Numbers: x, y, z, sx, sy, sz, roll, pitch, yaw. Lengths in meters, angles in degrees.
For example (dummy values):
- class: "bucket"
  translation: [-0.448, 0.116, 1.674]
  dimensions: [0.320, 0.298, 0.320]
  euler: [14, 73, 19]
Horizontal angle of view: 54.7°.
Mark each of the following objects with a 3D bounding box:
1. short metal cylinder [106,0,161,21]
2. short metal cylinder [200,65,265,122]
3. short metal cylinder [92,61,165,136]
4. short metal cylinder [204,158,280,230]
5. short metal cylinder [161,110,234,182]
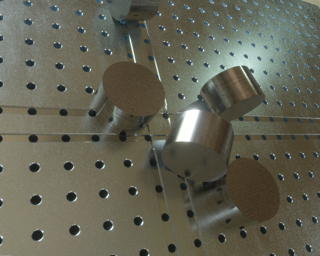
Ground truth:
- class: "short metal cylinder"
  translation: [-0.042, -0.207, 0.476]
  dimensions: [0.050, 0.080, 0.080]
  euler: [-14, 69, -34]
- class: "short metal cylinder"
  translation: [0.107, -0.048, 0.459]
  dimensions: [0.081, 0.080, 0.050]
  euler: [-12, 68, -33]
- class: "short metal cylinder"
  translation: [-0.040, -0.037, 0.393]
  dimensions: [0.081, 0.050, 0.080]
  euler: [14, 56, -21]
- class: "short metal cylinder"
  translation: [0.104, 0.085, 0.396]
  dimensions: [0.081, 0.050, 0.080]
  euler: [14, 56, -21]
- class: "short metal cylinder"
  translation: [0.047, 0.023, 0.384]
  dimensions: [0.080, 0.080, 0.050]
  euler: [30, 52, -9]
